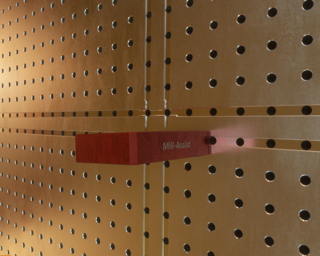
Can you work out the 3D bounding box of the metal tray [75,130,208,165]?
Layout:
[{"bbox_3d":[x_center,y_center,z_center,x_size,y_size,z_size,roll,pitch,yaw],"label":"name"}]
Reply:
[{"bbox_3d":[-0.017,0.020,0.353,0.090,0.131,0.030,-3,88,40],"label":"metal tray"}]
